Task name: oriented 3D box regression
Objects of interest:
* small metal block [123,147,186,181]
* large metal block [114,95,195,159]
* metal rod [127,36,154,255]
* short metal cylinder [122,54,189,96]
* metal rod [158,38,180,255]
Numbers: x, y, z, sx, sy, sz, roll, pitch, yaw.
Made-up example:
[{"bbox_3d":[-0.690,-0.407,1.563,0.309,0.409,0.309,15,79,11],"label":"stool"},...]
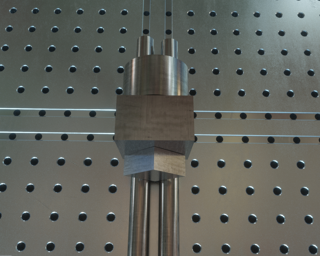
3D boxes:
[{"bbox_3d":[-0.006,0.043,0.358,0.050,0.050,0.025,19,63,-42],"label":"small metal block"},{"bbox_3d":[-0.005,0.002,0.355,0.081,0.080,0.050,0,70,0],"label":"large metal block"},{"bbox_3d":[-0.023,0.011,0.409,0.025,0.025,0.299,1,70,0],"label":"metal rod"},{"bbox_3d":[-0.005,-0.046,0.377,0.081,0.080,0.050,1,70,0],"label":"short metal cylinder"},{"bbox_3d":[0.012,0.015,0.408,0.025,0.025,0.299,1,70,0],"label":"metal rod"}]
